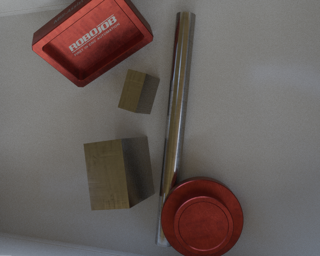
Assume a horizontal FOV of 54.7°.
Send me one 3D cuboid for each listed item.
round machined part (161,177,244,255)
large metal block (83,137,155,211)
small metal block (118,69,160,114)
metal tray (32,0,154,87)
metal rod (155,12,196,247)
[{"bbox_3d":[0.050,0.110,0.370,0.099,0.042,0.097,0,92,3],"label":"round machined part"},{"bbox_3d":[-0.049,0.055,0.398,0.050,0.080,0.080,-8,87,19],"label":"large metal block"},{"bbox_3d":[-0.026,-0.046,0.406,0.025,0.050,0.050,18,96,19],"label":"small metal block"},{"bbox_3d":[-0.086,-0.119,0.404,0.130,0.090,0.030,-30,47,17],"label":"metal tray"},{"bbox_3d":[0.020,0.003,0.402,0.025,0.025,0.298,6,92,19],"label":"metal rod"}]
